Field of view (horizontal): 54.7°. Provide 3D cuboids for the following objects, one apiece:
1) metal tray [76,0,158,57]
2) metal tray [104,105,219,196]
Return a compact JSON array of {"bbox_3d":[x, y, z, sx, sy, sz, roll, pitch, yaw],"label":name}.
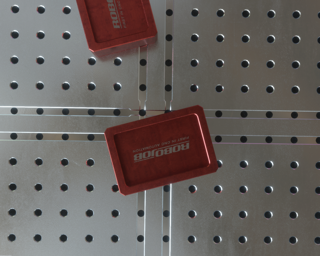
[{"bbox_3d":[-0.062,-0.170,0.409,0.091,0.030,0.129,-15,90,-1],"label":"metal tray"},{"bbox_3d":[0.002,0.028,0.410,0.131,0.030,0.089,-15,90,-1],"label":"metal tray"}]
